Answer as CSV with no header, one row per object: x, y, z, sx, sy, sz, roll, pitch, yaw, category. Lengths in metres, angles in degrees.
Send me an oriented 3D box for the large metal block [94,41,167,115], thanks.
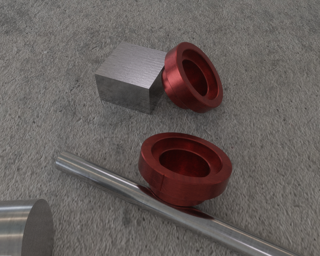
-0.035,-0.074,0.449,0.080,0.050,0.080,18,52,15,large metal block

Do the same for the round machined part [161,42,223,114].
0.040,-0.064,0.424,0.098,0.042,0.098,27,49,-37,round machined part

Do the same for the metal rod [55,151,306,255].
0.019,0.090,0.328,0.301,0.025,0.025,21,53,16,metal rod

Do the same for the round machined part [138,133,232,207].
0.025,0.047,0.337,0.099,0.042,0.098,10,27,-5,round machined part

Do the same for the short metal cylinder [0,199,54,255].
-0.133,0.105,0.278,0.050,0.080,0.080,-2,50,-2,short metal cylinder
